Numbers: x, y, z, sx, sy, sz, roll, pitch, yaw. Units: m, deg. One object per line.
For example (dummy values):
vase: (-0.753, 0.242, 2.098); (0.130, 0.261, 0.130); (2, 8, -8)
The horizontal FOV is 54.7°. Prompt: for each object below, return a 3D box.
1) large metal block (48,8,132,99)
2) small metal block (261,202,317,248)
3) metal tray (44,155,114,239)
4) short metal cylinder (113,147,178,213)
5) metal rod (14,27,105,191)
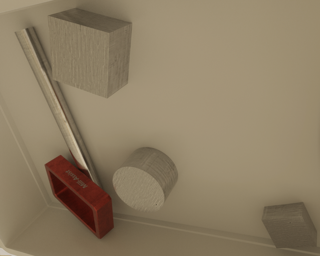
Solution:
large metal block: (-0.084, -0.093, 0.378); (0.080, 0.050, 0.079); (20, 126, 16)
small metal block: (0.167, 0.126, 0.398); (0.050, 0.025, 0.050); (-19, 109, 35)
metal tray: (-0.133, 0.113, 0.512); (0.130, 0.030, 0.089); (32, 138, 28)
short metal cylinder: (-0.020, 0.074, 0.448); (0.080, 0.050, 0.079); (13, 124, 20)
metal rod: (-0.144, -0.004, 0.479); (0.025, 0.025, 0.298); (-4, 117, 29)
